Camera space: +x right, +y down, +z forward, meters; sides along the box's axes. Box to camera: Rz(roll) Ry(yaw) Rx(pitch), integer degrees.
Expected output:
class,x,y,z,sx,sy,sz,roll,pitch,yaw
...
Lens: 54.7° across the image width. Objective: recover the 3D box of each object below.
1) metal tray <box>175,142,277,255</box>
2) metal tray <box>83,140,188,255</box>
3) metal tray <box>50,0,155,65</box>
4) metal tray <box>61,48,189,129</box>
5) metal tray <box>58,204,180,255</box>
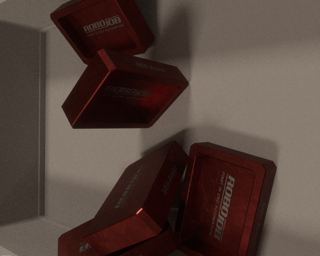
class,x,y,z,sx,sy,sz,roll,pitch,yaw
metal tray,0.068,0.089,0.346,0.090,0.030,0.129,16,100,38
metal tray,-0.022,0.075,0.355,0.090,0.130,0.030,-32,105,31
metal tray,-0.082,-0.140,0.432,0.130,0.090,0.030,0,46,39
metal tray,-0.036,-0.039,0.367,0.090,0.131,0.030,-48,62,29
metal tray,-0.053,0.134,0.366,0.030,0.131,0.090,68,171,-22
